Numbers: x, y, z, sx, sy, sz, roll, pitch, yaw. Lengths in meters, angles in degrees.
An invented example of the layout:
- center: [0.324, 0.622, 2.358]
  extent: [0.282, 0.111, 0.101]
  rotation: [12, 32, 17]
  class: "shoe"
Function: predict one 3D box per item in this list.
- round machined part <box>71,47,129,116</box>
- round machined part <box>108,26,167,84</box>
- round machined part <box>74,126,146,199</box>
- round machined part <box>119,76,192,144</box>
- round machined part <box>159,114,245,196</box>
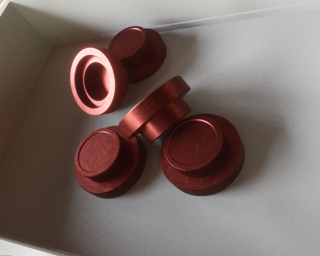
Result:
- center: [-0.085, -0.069, 0.459]
  extent: [0.098, 0.042, 0.097]
  rotation: [9, 105, 37]
  class: "round machined part"
- center: [-0.043, -0.122, 0.490]
  extent: [0.098, 0.042, 0.098]
  rotation: [-13, 56, 20]
  class: "round machined part"
- center: [-0.071, 0.039, 0.407]
  extent: [0.098, 0.042, 0.098]
  rotation: [-13, 56, 20]
  class: "round machined part"
- center: [0.000, -0.017, 0.381]
  extent: [0.098, 0.098, 0.042]
  rotation: [-39, 88, 1]
  class: "round machined part"
- center: [0.044, 0.025, 0.356]
  extent: [0.098, 0.042, 0.098]
  rotation: [-13, 56, 20]
  class: "round machined part"
